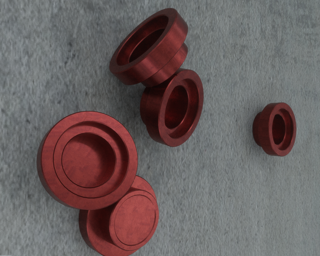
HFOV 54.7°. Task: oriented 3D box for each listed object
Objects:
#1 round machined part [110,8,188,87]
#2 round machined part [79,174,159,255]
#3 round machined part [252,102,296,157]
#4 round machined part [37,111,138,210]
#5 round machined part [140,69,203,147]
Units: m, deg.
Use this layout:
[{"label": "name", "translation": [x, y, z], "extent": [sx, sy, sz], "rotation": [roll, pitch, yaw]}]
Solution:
[{"label": "round machined part", "translation": [-0.007, -0.085, 0.352], "extent": [0.042, 0.098, 0.098], "rotation": [43, 64, -32]}, {"label": "round machined part", "translation": [-0.040, 0.103, 0.362], "extent": [0.099, 0.042, 0.097], "rotation": [0, 91, -40]}, {"label": "round machined part", "translation": [0.208, 0.003, 0.572], "extent": [0.099, 0.042, 0.097], "rotation": [0, 90, -40]}, {"label": "round machined part", "translation": [-0.076, 0.034, 0.321], "extent": [0.099, 0.042, 0.098], "rotation": [8, 74, -30]}, {"label": "round machined part", "translation": [0.012, -0.028, 0.392], "extent": [0.099, 0.042, 0.097], "rotation": [-28, 127, -46]}]
